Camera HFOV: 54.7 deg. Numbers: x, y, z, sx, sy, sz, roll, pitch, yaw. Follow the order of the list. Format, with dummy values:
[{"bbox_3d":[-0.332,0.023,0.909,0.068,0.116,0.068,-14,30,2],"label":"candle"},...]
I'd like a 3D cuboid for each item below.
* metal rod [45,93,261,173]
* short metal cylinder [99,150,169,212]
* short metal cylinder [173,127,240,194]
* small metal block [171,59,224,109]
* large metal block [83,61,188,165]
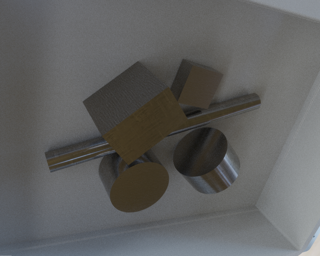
[{"bbox_3d":[0.006,0.000,0.412,0.302,0.025,0.025,-16,125,-20],"label":"metal rod"},{"bbox_3d":[-0.035,0.065,0.412,0.081,0.050,0.079,-14,125,-21],"label":"short metal cylinder"},{"bbox_3d":[0.066,0.046,0.438,0.080,0.080,0.050,-40,130,-1],"label":"short metal cylinder"},{"bbox_3d":[0.046,-0.056,0.399,0.050,0.025,0.050,9,114,-33],"label":"small metal block"},{"bbox_3d":[-0.029,-0.019,0.345,0.080,0.080,0.050,-37,130,-4],"label":"large metal block"}]
